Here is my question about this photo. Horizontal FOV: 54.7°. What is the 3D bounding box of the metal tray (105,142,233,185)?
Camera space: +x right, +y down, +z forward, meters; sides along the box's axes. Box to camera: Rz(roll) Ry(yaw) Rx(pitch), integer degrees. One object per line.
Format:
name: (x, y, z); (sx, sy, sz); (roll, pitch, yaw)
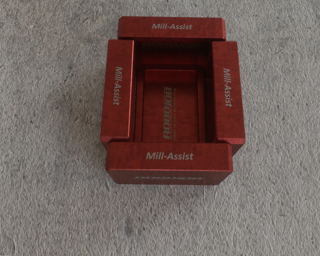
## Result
metal tray: (0.010, 0.044, 0.358); (0.131, 0.090, 0.030); (1, 70, 0)

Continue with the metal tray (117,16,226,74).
metal tray: (0.014, -0.107, 0.413); (0.131, 0.090, 0.030); (1, 70, 0)

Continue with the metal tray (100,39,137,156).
metal tray: (-0.047, -0.032, 0.385); (0.030, 0.090, 0.130); (1, 70, 0)

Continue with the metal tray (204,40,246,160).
metal tray: (0.075, -0.031, 0.386); (0.030, 0.090, 0.130); (1, 70, 0)

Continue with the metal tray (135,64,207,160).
metal tray: (0.014, -0.022, 0.415); (0.091, 0.030, 0.130); (1, 70, 0)
